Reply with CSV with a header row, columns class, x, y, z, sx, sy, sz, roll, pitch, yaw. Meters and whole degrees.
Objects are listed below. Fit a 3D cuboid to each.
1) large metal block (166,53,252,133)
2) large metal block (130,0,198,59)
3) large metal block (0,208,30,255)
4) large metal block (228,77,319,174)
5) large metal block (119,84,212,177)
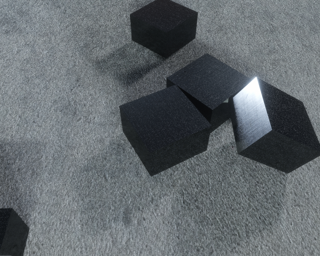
class,x,y,z,sx,sy,sz,roll,pitch,yaw
large metal block,0.066,-0.049,0.428,0.080,0.050,0.080,-35,59,-26
large metal block,0.007,-0.175,0.534,0.080,0.050,0.080,34,58,25
large metal block,-0.177,0.123,0.283,0.081,0.050,0.080,-2,50,-2
large metal block,0.133,-0.002,0.367,0.080,0.050,0.080,21,46,-24
large metal block,0.005,0.001,0.386,0.081,0.050,0.080,-23,54,-18
